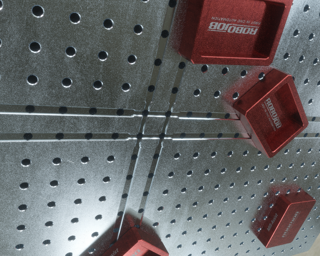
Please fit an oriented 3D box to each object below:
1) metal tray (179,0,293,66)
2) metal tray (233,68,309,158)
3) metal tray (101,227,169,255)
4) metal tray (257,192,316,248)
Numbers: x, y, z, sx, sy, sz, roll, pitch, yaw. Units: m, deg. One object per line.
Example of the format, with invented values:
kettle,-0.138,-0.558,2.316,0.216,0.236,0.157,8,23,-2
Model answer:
metal tray,0.095,-0.126,0.383,0.131,0.030,0.089,-4,121,-27
metal tray,0.182,-0.020,0.497,0.090,0.030,0.130,-42,130,0
metal tray,-0.059,0.234,0.521,0.130,0.030,0.090,-43,130,1
metal tray,0.283,0.206,0.695,0.091,0.030,0.129,2,117,-30
